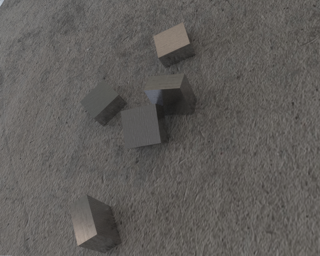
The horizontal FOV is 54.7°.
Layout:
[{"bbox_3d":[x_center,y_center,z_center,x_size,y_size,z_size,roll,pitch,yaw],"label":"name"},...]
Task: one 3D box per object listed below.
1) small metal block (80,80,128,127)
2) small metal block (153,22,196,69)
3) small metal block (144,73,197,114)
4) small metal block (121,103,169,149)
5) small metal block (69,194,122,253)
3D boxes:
[{"bbox_3d":[-0.086,-0.038,0.473,0.050,0.025,0.050,-45,51,-3],"label":"small metal block"},{"bbox_3d":[0.021,-0.125,0.470,0.050,0.025,0.050,-22,54,15],"label":"small metal block"},{"bbox_3d":[0.015,-0.043,0.405,0.050,0.050,0.025,0,54,28],"label":"small metal block"},{"bbox_3d":[-0.020,-0.001,0.403,0.050,0.025,0.050,-11,82,22],"label":"small metal block"},{"bbox_3d":[-0.074,0.112,0.358,0.025,0.050,0.050,-33,52,7],"label":"small metal block"}]
